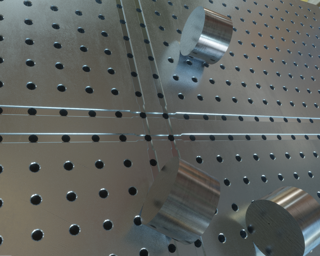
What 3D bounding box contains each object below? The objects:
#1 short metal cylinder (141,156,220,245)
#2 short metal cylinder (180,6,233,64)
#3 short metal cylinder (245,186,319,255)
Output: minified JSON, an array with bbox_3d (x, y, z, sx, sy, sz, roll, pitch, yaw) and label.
[{"bbox_3d":[0.021,0.078,0.337,0.050,0.080,0.080,30,52,-10],"label":"short metal cylinder"},{"bbox_3d":[0.073,-0.149,0.503,0.050,0.080,0.080,13,56,-21],"label":"short metal cylinder"},{"bbox_3d":[0.155,0.118,0.383,0.050,0.080,0.080,-15,70,-34],"label":"short metal cylinder"}]
